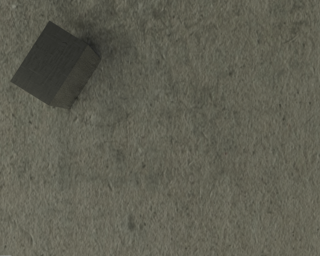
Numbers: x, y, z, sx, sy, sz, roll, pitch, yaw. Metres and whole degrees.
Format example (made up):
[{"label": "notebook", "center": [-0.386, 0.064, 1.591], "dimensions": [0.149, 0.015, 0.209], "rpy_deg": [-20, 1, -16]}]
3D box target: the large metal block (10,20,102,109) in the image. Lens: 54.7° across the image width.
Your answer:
[{"label": "large metal block", "center": [-0.122, -0.072, 0.381], "dimensions": [0.050, 0.080, 0.080], "rpy_deg": [32, 90, -1]}]
